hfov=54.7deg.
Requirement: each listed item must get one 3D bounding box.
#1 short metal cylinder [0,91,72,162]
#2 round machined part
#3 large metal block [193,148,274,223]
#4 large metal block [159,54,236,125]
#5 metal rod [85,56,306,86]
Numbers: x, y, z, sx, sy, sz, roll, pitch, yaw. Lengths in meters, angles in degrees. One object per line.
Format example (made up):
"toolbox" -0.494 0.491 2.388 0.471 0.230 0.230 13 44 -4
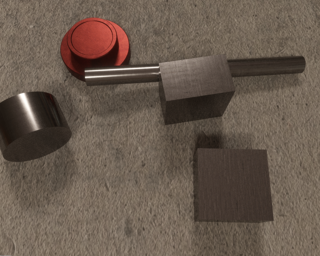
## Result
"short metal cylinder" -0.156 0.000 0.377 0.080 0.080 0.050 -26 73 -9
"round machined part" -0.093 -0.117 0.441 0.099 0.042 0.098 0 70 -1
"large metal block" 0.083 0.070 0.370 0.081 0.050 0.080 1 70 0
"large metal block" 0.042 -0.046 0.396 0.081 0.080 0.050 -9 71 -4
"metal rod" 0.052 -0.079 0.427 0.302 0.025 0.025 -4 70 -7
